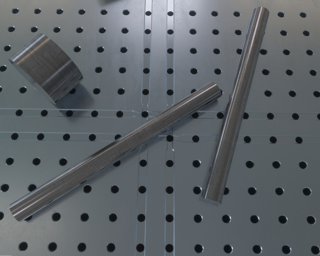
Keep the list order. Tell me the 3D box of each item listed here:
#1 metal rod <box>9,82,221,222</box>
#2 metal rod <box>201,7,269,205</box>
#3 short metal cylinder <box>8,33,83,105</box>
[{"bbox_3d":[-0.048,0.024,0.402,0.301,0.025,0.025,-32,73,-11],"label":"metal rod"},{"bbox_3d":[0.109,-0.044,0.428,0.025,0.025,0.299,17,71,6],"label":"metal rod"},{"bbox_3d":[-0.149,-0.077,0.409,0.080,0.080,0.050,39,75,13],"label":"short metal cylinder"}]
